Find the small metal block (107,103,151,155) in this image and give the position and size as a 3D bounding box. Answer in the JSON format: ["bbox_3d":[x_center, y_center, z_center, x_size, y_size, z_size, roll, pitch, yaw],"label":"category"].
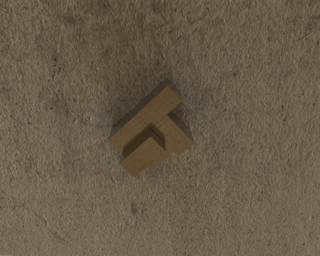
[{"bbox_3d":[-0.038,0.000,0.397,0.050,0.050,0.025,-42,105,13],"label":"small metal block"}]

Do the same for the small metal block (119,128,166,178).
[{"bbox_3d":[-0.020,0.025,0.380,0.050,0.050,0.025,-42,105,13],"label":"small metal block"}]

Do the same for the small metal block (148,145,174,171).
[{"bbox_3d":[-0.011,0.021,0.419,0.050,0.025,0.050,-41,106,13],"label":"small metal block"}]

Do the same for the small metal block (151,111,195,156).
[{"bbox_3d":[0.016,0.001,0.398,0.025,0.050,0.050,-41,105,13],"label":"small metal block"}]

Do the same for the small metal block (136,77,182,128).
[{"bbox_3d":[-0.001,-0.033,0.385,0.050,0.050,0.025,-42,105,13],"label":"small metal block"}]
